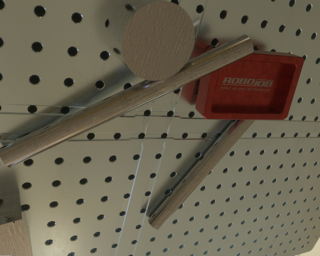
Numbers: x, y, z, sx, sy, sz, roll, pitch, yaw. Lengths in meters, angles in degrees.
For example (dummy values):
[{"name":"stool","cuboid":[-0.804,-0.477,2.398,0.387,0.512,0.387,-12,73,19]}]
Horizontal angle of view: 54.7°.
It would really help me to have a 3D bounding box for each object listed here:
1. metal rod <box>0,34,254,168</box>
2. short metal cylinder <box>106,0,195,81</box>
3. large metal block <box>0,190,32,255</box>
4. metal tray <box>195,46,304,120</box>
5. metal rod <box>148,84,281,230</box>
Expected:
[{"name":"metal rod","cuboid":[-0.033,-0.033,0.350,0.301,0.025,0.025,-26,128,-4]},{"name":"short metal cylinder","cuboid":[-0.010,-0.097,0.329,0.081,0.050,0.079,-14,124,-21]},{"name":"large metal block","cuboid":[-0.201,0.130,0.366,0.081,0.050,0.079,-11,123,-23]},{"name":"metal tray","cuboid":[0.120,-0.058,0.417,0.131,0.030,0.089,0,114,-17]},{"name":"metal rod","cuboid":[0.085,0.042,0.483,0.025,0.025,0.299,34,99,-39]}]
